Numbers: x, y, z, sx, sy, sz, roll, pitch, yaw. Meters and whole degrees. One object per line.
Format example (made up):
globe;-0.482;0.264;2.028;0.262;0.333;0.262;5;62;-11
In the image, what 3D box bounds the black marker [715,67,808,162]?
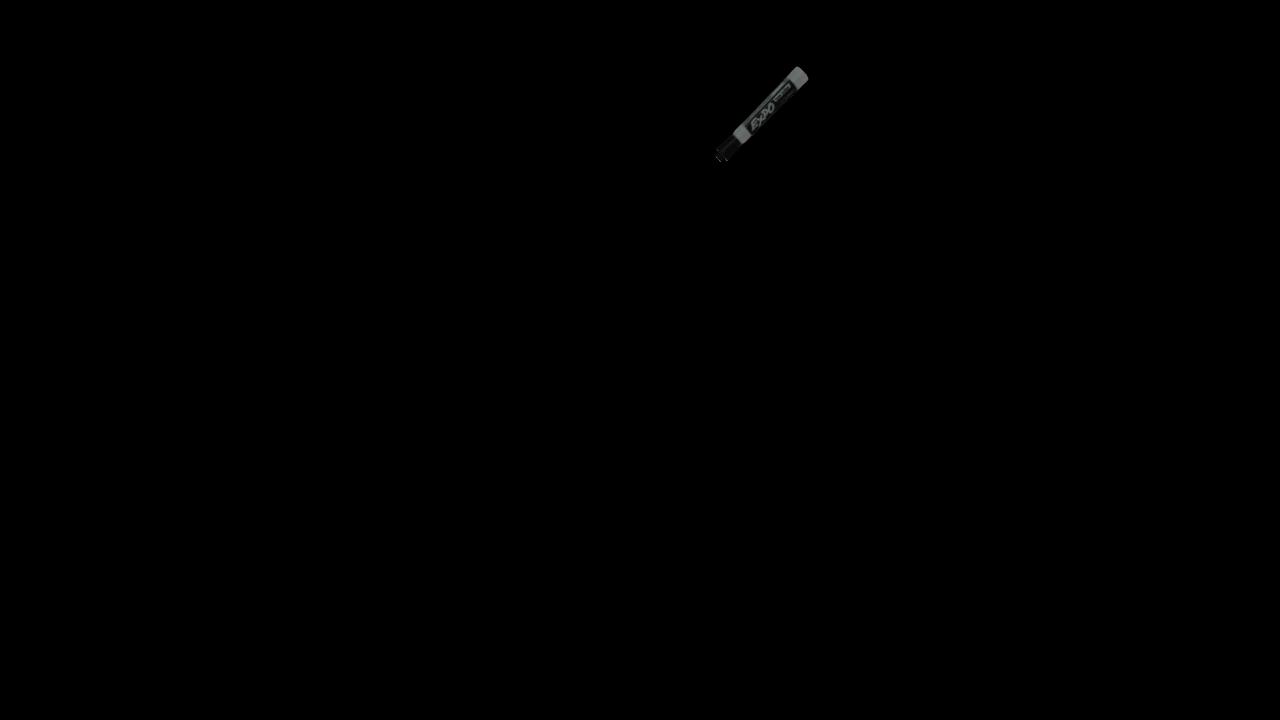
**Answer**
black marker;0.128;-0.260;0.658;0.121;0.020;0.020;-44;-13;14
